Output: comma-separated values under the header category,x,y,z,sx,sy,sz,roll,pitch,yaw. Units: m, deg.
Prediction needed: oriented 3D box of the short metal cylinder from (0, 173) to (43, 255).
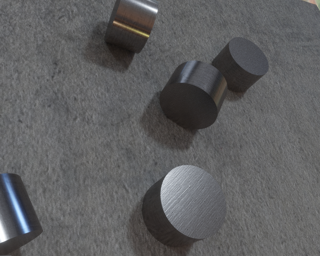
category,x,y,z,sx,sy,sz,roll,pitch,yaw
short metal cylinder,-0.142,0.078,0.245,0.081,0.080,0.050,-19,72,-36

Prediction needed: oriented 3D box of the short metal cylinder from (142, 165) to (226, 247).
category,x,y,z,sx,sy,sz,roll,pitch,yaw
short metal cylinder,0.027,0.088,0.350,0.081,0.050,0.080,14,56,-21

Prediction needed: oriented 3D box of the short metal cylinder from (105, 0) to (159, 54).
category,x,y,z,sx,sy,sz,roll,pitch,yaw
short metal cylinder,-0.042,-0.153,0.441,0.050,0.080,0.080,17,55,-19

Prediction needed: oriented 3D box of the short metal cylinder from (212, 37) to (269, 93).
category,x,y,z,sx,sy,sz,roll,pitch,yaw
short metal cylinder,0.137,-0.108,0.530,0.081,0.050,0.080,14,56,-21

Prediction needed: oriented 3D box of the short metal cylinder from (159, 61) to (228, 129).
category,x,y,z,sx,sy,sz,roll,pitch,yaw
short metal cylinder,0.046,-0.044,0.422,0.080,0.080,0.050,34,51,-6
